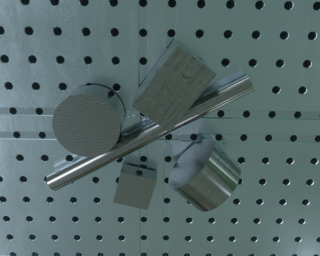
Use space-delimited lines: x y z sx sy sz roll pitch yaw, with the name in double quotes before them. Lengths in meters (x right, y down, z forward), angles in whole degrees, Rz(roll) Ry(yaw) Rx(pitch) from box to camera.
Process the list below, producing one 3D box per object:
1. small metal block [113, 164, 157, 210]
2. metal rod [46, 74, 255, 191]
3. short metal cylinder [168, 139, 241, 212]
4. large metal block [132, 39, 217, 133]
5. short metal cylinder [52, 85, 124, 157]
"small metal block" -0.035 0.084 0.440 0.050 0.025 0.050 14 109 -6
"metal rod" -0.019 0.010 0.413 0.301 0.025 0.025 -27 108 9
"short metal cylinder" 0.057 0.060 0.403 0.050 0.080 0.080 42 105 -14
"large metal block" 0.014 -0.053 0.361 0.050 0.080 0.080 35 106 -12
"short metal cylinder" -0.087 -0.010 0.391 0.081 0.050 0.079 0 110 0
